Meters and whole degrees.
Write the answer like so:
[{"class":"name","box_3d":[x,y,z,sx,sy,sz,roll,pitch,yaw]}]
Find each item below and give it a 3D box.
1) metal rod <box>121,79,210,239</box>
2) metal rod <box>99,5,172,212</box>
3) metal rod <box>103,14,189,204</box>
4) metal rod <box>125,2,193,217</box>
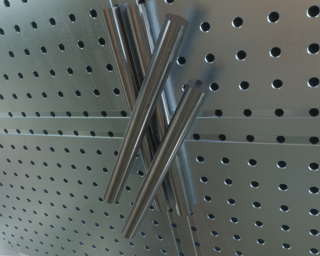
[{"class":"metal rod","box_3d":[-0.005,0.063,0.421,0.025,0.025,0.298,30,128,9]},{"class":"metal rod","box_3d":[-0.026,-0.008,0.421,0.025,0.025,0.298,1,119,28]},{"class":"metal rod","box_3d":[-0.030,0.001,0.397,0.025,0.025,0.298,30,128,9]},{"class":"metal rod","box_3d":[0.005,-0.005,0.406,0.025,0.025,0.298,1,119,28]}]
